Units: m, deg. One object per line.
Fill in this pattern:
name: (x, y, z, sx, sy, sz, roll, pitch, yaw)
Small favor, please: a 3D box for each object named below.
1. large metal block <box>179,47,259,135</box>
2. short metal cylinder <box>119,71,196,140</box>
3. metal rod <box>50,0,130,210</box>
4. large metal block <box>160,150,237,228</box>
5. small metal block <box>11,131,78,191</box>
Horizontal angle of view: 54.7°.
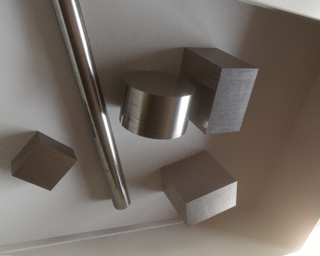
large metal block: (0.064, -0.048, 0.380, 0.050, 0.080, 0.079, -5, 121, -26)
short metal cylinder: (-0.004, -0.029, 0.355, 0.081, 0.080, 0.050, -4, 120, -27)
metal rod: (-0.073, -0.013, 0.361, 0.025, 0.025, 0.298, -21, 127, -17)
large metal block: (0.056, 0.087, 0.459, 0.081, 0.080, 0.050, -19, 126, -18)
small metal block: (-0.135, 0.039, 0.360, 0.050, 0.025, 0.050, -48, 129, 5)
